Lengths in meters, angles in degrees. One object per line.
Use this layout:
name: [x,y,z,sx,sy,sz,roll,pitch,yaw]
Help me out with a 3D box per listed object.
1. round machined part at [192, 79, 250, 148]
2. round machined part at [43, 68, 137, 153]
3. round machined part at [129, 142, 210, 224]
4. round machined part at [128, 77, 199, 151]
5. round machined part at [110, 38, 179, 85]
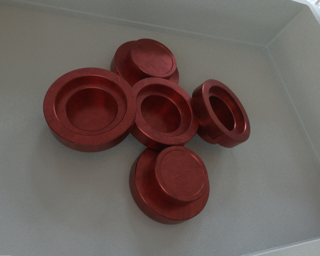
round machined part: [0.079,-0.016,0.434,0.098,0.042,0.098,27,46,-31]
round machined part: [-0.077,-0.017,0.351,0.099,0.042,0.098,4,62,-7]
round machined part: [0.017,0.059,0.365,0.099,0.042,0.098,14,56,-21]
round machined part: [-0.002,-0.014,0.399,0.099,0.042,0.098,14,56,-21]
round machined part: [-0.016,-0.086,0.436,0.099,0.042,0.098,14,56,-21]
